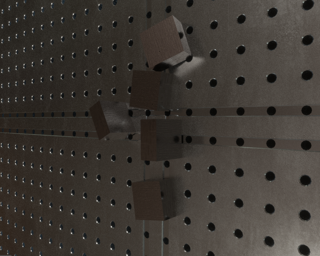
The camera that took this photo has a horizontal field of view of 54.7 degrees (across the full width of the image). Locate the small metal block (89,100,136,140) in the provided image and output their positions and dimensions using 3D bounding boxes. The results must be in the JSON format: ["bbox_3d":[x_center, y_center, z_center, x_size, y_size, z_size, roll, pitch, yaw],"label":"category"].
[{"bbox_3d":[-0.068,-0.011,0.447,0.025,0.050,0.050,-33,70,35],"label":"small metal block"}]

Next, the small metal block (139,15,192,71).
[{"bbox_3d":[0.007,-0.106,0.396,0.050,0.025,0.050,-22,76,25],"label":"small metal block"}]

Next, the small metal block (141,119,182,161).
[{"bbox_3d":[0.002,0.014,0.389,0.025,0.050,0.050,-1,90,40],"label":"small metal block"}]

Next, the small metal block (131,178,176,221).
[{"bbox_3d":[-0.009,0.095,0.415,0.050,0.025,0.050,-12,83,39],"label":"small metal block"}]

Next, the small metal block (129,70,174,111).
[{"bbox_3d":[-0.012,-0.050,0.418,0.050,0.025,0.050,11,98,39],"label":"small metal block"}]
